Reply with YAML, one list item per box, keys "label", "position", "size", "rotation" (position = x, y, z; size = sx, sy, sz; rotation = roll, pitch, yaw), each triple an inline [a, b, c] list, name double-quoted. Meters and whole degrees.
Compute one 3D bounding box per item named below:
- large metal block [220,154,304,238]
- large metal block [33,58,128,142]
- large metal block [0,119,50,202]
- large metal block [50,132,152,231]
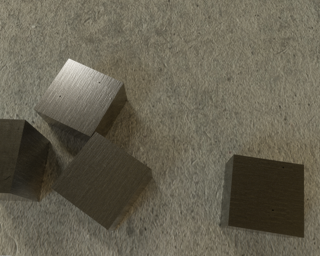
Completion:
- label: "large metal block"
  position: [0.119, 0.082, 0.366]
  size: [0.080, 0.050, 0.080]
  rotation: [8, 70, 3]
- label: "large metal block"
  position: [-0.100, -0.031, 0.405]
  size: [0.080, 0.050, 0.080]
  rotation: [25, 72, 8]
- label: "large metal block"
  position: [-0.174, 0.041, 0.363]
  size: [0.050, 0.080, 0.080]
  rotation: [2, 70, 1]
- label: "large metal block"
  position: [-0.065, 0.065, 0.371]
  size: [0.080, 0.050, 0.080]
  rotation: [33, 73, 11]
